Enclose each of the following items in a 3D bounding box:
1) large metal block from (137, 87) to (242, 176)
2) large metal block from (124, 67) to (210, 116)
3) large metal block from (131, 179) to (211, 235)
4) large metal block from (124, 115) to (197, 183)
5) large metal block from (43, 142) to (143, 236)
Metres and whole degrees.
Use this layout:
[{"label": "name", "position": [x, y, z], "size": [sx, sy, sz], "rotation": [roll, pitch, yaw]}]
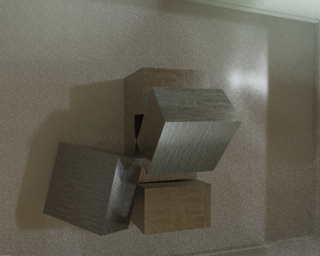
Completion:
[{"label": "large metal block", "position": [0.027, 0.004, 0.331], "size": [0.081, 0.079, 0.050], "rotation": [-1, 46, -21]}, {"label": "large metal block", "position": [0.006, -0.041, 0.382], "size": [0.081, 0.080, 0.050], "rotation": [-1, 91, -20]}, {"label": "large metal block", "position": [0.007, 0.090, 0.383], "size": [0.081, 0.080, 0.050], "rotation": [0, 90, -20]}, {"label": "large metal block", "position": [0.000, 0.024, 0.398], "size": [0.081, 0.050, 0.079], "rotation": [-1, 90, -20]}, {"label": "large metal block", "position": [-0.073, 0.064, 0.345], "size": [0.050, 0.080, 0.080], "rotation": [20, 82, -63]}]
